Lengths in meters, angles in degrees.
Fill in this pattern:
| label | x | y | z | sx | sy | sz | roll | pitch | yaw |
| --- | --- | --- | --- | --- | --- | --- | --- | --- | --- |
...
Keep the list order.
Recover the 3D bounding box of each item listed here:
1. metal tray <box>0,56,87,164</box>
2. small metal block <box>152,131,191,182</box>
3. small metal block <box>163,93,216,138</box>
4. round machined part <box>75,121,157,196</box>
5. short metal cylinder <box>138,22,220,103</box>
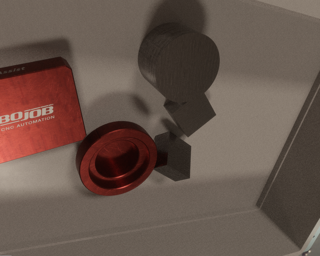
| label | x | y | z | sx | sy | sz | roll | pitch | yaw |
| --- | --- | --- | --- | --- | --- | --- | --- | --- | --- |
| metal tray | -0.150 | -0.014 | 0.315 | 0.131 | 0.030 | 0.089 | -17 | 125 | -19 |
| small metal block | 0.017 | 0.040 | 0.426 | 0.025 | 0.050 | 0.050 | -20 | 141 | 35 |
| small metal block | 0.041 | -0.024 | 0.418 | 0.050 | 0.025 | 0.050 | -39 | 130 | -3 |
| round machined part | -0.056 | 0.034 | 0.389 | 0.099 | 0.042 | 0.097 | -14 | 124 | -21 |
| short metal cylinder | 0.021 | -0.076 | 0.358 | 0.081 | 0.050 | 0.079 | -14 | 125 | -21 |
